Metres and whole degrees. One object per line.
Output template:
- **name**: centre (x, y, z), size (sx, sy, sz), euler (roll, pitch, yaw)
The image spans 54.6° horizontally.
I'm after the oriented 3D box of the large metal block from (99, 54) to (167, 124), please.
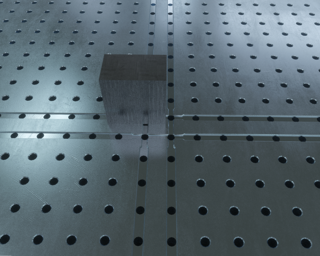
- **large metal block**: centre (-0.032, -0.050, 0.414), size (0.080, 0.080, 0.050), euler (1, 50, 1)
